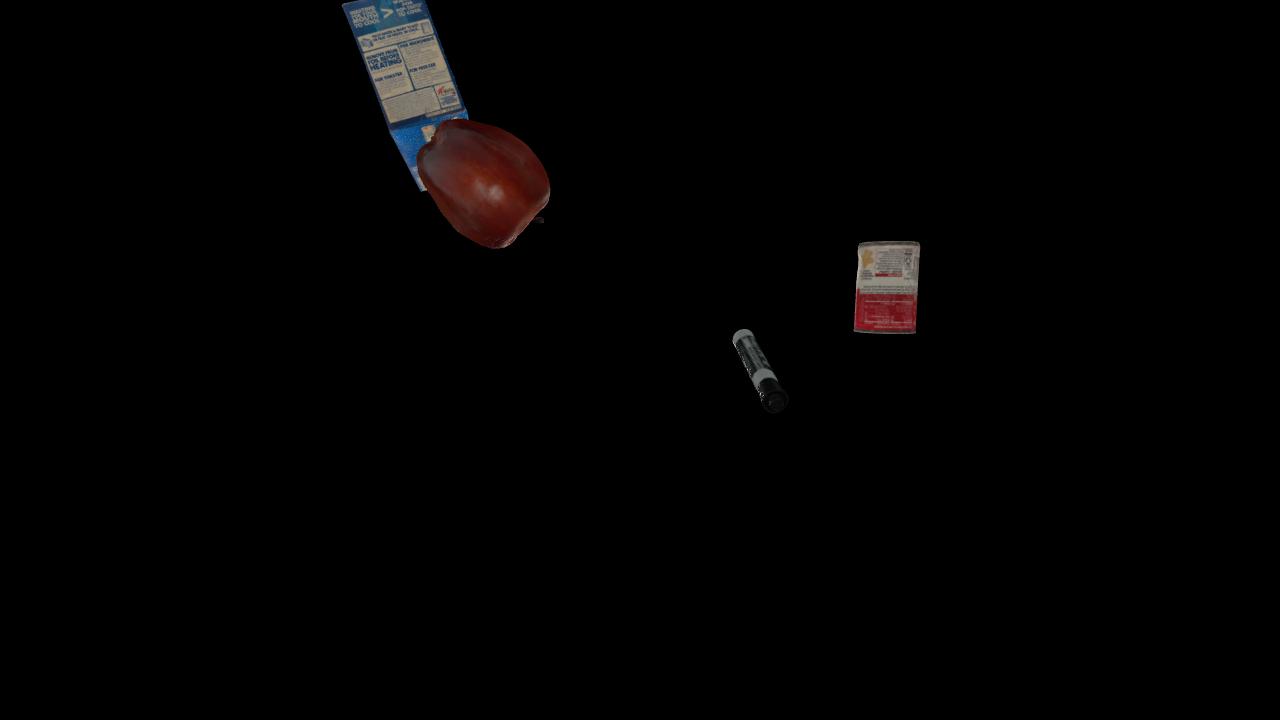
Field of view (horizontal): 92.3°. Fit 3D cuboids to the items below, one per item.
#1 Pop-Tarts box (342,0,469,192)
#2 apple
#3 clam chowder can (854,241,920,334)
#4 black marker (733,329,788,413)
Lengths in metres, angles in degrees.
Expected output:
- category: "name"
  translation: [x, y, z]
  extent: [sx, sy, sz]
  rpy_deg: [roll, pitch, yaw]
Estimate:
- category: "Pop-Tarts box"
  translation: [-0.247, -0.293, 0.691]
  extent: [0.083, 0.141, 0.167]
  rpy_deg: [-21, -2, -11]
- category: "apple"
  translation: [-0.108, -0.125, 0.435]
  extent: [0.093, 0.079, 0.079]
  rpy_deg: [37, -14, -19]
- category: "clam chowder can"
  translation: [0.282, -0.082, 0.703]
  extent: [0.068, 0.102, 0.068]
  rpy_deg: [1, 6, 0]
- category: "black marker"
  translation: [0.092, 0.006, 0.477]
  extent: [0.020, 0.020, 0.121]
  rpy_deg: [0, 24, -3]
